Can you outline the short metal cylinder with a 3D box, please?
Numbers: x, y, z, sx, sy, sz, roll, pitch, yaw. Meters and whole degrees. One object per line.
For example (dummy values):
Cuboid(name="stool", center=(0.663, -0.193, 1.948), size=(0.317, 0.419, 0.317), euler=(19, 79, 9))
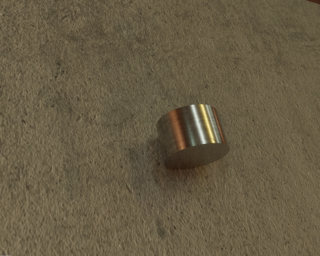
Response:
Cuboid(name="short metal cylinder", center=(0.039, 0.013, 0.381), size=(0.081, 0.080, 0.050), euler=(2, 61, -27))
